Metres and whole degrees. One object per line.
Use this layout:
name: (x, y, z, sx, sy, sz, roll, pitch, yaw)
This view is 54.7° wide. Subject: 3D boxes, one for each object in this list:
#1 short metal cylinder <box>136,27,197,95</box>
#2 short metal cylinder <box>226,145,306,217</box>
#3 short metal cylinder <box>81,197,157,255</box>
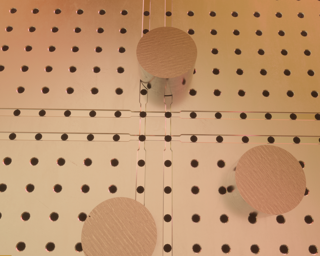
short metal cylinder: (0.009, -0.093, 0.432, 0.081, 0.050, 0.080, 0, 70, 0)
short metal cylinder: (0.126, 0.066, 0.376, 0.081, 0.050, 0.080, 0, 70, 0)
short metal cylinder: (-0.044, 0.122, 0.353, 0.081, 0.050, 0.080, 0, 70, 0)
